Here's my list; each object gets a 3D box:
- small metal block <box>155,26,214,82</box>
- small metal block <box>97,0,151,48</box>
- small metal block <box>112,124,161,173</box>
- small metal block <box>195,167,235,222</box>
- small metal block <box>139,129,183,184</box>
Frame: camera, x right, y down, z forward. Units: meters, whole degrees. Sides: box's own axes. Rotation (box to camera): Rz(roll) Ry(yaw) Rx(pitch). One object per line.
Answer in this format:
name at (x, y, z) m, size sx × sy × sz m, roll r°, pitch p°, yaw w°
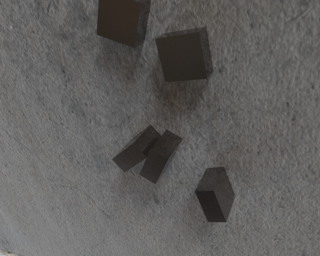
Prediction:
small metal block at (0.028, -0.080, 0.342) m, size 0.050 × 0.025 × 0.050 m, roll 0°, pitch 118°, yaw 28°
small metal block at (-0.042, -0.125, 0.350) m, size 0.050 × 0.025 × 0.050 m, roll 23°, pitch 127°, yaw 14°
small metal block at (-0.030, 0.028, 0.422) m, size 0.025 × 0.050 × 0.050 m, roll 48°, pitch 129°, yaw -6°
small metal block at (0.073, 0.086, 0.405) m, size 0.025 × 0.050 × 0.050 m, roll -11°, pitch 113°, yaw 32°
small metal block at (0.002, 0.038, 0.412) m, size 0.025 × 0.050 × 0.050 m, roll 30°, pitch 128°, yaw 8°
